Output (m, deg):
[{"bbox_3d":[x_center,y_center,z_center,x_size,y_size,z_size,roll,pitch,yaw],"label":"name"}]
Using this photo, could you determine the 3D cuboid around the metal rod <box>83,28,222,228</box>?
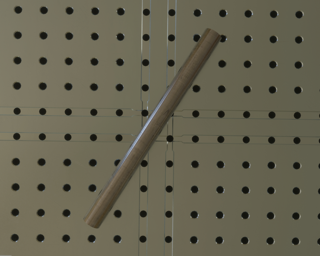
[{"bbox_3d":[-0.010,0.000,0.413,0.025,0.025,0.299,33,90,0],"label":"metal rod"}]
